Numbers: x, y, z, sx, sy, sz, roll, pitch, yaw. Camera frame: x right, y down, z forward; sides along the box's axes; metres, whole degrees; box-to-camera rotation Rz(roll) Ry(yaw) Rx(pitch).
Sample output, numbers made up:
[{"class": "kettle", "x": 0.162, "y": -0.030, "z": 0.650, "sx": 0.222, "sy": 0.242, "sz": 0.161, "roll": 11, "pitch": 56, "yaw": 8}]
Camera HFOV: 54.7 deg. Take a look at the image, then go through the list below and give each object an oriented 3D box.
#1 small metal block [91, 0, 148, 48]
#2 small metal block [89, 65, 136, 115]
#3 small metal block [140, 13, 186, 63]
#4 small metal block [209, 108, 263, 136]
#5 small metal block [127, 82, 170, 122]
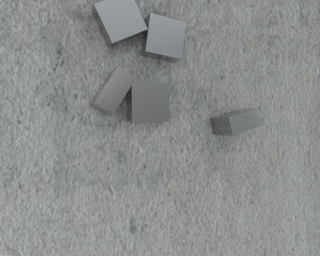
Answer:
[{"class": "small metal block", "x": -0.051, "y": -0.136, "z": 0.391, "sx": 0.050, "sy": 0.025, "sz": 0.050, "roll": -28, "pitch": 100, "yaw": -18}, {"class": "small metal block", "x": -0.059, "y": -0.044, "z": 0.375, "sx": 0.025, "sy": 0.050, "sz": 0.050, "roll": 34, "pitch": 79, "yaw": -17}, {"class": "small metal block", "x": 0.004, "y": -0.118, "z": 0.411, "sx": 0.050, "sy": 0.025, "sz": 0.050, "roll": 8, "pitch": 87, "yaw": -20}, {"class": "small metal block", "x": 0.107, "y": -0.009, "z": 0.437, "sx": 0.050, "sy": 0.050, "sz": 0.025, "roll": -17, "pitch": 96, "yaw": -20}, {"class": "small metal block", "x": -0.016, "y": -0.033, "z": 0.404, "sx": 0.050, "sy": 0.025, "sz": 0.050, "roll": 0, "pitch": 90, "yaw": -21}]
